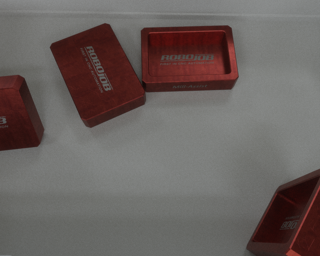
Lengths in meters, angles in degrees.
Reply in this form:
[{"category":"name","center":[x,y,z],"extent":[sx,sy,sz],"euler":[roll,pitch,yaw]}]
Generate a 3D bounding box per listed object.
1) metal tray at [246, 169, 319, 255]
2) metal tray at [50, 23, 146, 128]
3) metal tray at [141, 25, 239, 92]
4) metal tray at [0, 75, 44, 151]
[{"category":"metal tray","center":[0.140,0.096,0.321],"extent":[0.030,0.130,0.090],"euler":[32,73,11]},{"category":"metal tray","center":[-0.087,-0.076,0.434],"extent":[0.091,0.030,0.130],"euler":[-25,72,-9]},{"category":"metal tray","center":[0.040,-0.099,0.443],"extent":[0.131,0.030,0.090],"euler":[-2,70,-1]},{"category":"metal tray","center":[-0.221,-0.012,0.375],"extent":[0.131,0.089,0.030],"euler":[-6,40,-3]}]
